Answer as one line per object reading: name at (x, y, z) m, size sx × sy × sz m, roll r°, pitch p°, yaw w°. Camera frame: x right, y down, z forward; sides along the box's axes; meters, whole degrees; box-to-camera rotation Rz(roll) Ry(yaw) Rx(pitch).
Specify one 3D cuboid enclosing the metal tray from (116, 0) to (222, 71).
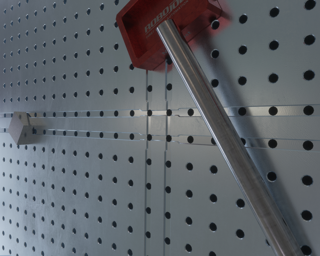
metal tray at (0.005, -0.146, 0.401) m, size 0.130 × 0.030 × 0.090 m, roll -32°, pitch 70°, yaw 35°

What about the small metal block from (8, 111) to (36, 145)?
small metal block at (-0.291, 0.000, 0.649) m, size 0.050 × 0.025 × 0.050 m, roll 43°, pitch 116°, yaw 31°

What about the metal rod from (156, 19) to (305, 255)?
metal rod at (0.072, 0.012, 0.329) m, size 0.025 × 0.025 × 0.299 m, roll -35°, pitch 75°, yaw 34°
